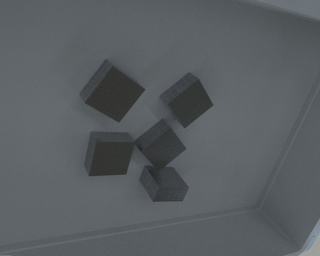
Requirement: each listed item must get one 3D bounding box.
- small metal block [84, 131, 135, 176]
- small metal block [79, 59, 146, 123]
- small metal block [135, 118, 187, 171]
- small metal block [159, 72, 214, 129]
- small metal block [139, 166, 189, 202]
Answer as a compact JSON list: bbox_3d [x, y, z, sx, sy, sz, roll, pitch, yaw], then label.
[{"bbox_3d":[-0.065,0.033,0.395,0.050,0.025,0.050,3,117,-30],"label":"small metal block"},{"bbox_3d":[-0.054,-0.042,0.354,0.050,0.025,0.050,33,100,-39],"label":"small metal block"},{"bbox_3d":[0.001,0.024,0.426,0.050,0.025,0.050,-39,130,-2],"label":"small metal block"},{"bbox_3d":[0.035,-0.036,0.408,0.050,0.025,0.050,-39,130,-2],"label":"small metal block"},{"bbox_3d":[0.005,0.080,0.447,0.050,0.050,0.025,8,114,-32],"label":"small metal block"}]
